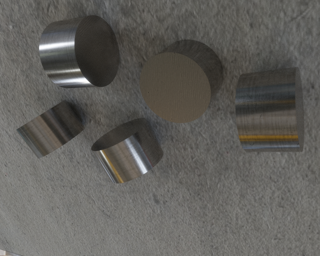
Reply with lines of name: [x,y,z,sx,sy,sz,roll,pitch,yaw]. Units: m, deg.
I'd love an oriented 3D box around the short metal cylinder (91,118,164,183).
short metal cylinder: [-0.042,0.029,0.410,0.080,0.080,0.050,-16,110,34]

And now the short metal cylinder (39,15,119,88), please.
short metal cylinder: [-0.092,-0.087,0.364,0.050,0.080,0.079,2,119,27]

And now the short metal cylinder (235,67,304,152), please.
short metal cylinder: [0.110,-0.016,0.303,0.050,0.080,0.080,-3,117,29]

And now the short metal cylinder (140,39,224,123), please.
short metal cylinder: [0.025,-0.052,0.344,0.080,0.050,0.079,13,124,20]

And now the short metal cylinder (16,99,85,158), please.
short metal cylinder: [-0.159,0.001,0.453,0.080,0.080,0.050,-22,107,36]
